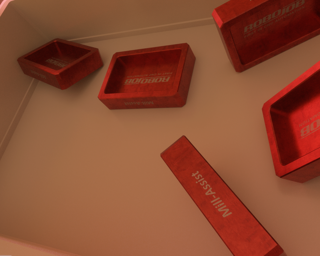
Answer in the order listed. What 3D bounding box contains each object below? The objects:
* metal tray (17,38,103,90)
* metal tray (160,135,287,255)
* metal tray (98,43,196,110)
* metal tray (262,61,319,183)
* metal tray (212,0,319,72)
[{"bbox_3d":[-0.175,-0.116,0.542,0.130,0.030,0.090,23,51,35],"label":"metal tray"},{"bbox_3d":[0.060,0.074,0.286,0.030,0.090,0.130,-40,51,1],"label":"metal tray"},{"bbox_3d":[-0.020,-0.074,0.456,0.130,0.030,0.090,0,62,27],"label":"metal tray"},{"bbox_3d":[0.155,-0.015,0.280,0.129,0.030,0.090,-47,34,49],"label":"metal tray"},{"bbox_3d":[0.138,-0.131,0.371,0.130,0.090,0.030,-25,53,12],"label":"metal tray"}]
